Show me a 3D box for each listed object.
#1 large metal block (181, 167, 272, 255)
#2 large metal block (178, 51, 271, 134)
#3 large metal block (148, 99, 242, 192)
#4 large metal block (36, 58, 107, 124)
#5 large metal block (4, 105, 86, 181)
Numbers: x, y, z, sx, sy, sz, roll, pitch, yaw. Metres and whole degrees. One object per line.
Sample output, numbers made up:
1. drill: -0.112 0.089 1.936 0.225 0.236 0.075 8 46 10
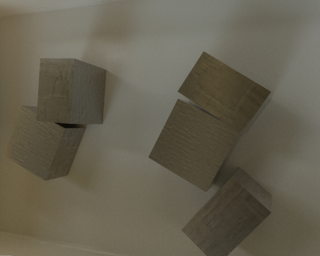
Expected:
1. large metal block: 0.079 0.095 0.353 0.050 0.080 0.080 43 104 15
2. large metal block: 0.077 -0.037 0.354 0.080 0.080 0.050 36 102 16
3. large metal block: 0.045 0.019 0.381 0.080 0.050 0.080 29 100 17
4. large metal block: -0.117 -0.047 0.422 0.050 0.080 0.079 5 92 18
5. large metal block: -0.169 0.020 0.457 0.080 0.050 0.080 25 99 18
